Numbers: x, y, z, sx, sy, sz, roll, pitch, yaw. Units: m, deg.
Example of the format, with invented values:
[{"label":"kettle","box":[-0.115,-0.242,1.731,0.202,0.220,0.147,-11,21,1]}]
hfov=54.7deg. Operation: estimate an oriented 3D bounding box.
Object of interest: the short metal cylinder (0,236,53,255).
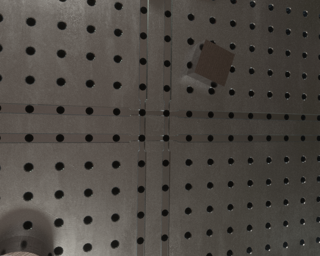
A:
[{"label":"short metal cylinder","box":[-0.158,0.167,0.341,0.081,0.050,0.079,0,90,-20]}]

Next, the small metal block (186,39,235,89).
[{"label":"small metal block","box":[0.072,-0.090,0.441,0.050,0.025,0.050,22,83,-19]}]
